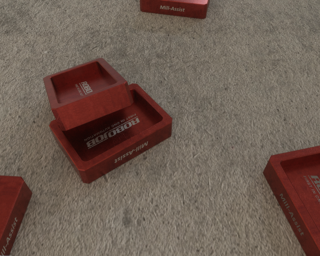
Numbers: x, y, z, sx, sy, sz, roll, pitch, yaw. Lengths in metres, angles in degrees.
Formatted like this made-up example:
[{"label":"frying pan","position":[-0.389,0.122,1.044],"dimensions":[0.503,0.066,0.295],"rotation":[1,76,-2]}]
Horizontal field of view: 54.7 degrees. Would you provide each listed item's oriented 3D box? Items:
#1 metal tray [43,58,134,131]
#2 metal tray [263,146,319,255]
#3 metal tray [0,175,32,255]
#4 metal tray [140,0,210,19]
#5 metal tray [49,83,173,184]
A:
[{"label":"metal tray","position":[-0.099,-0.050,0.407],"dimensions":[0.091,0.030,0.130],"rotation":[-23,32,-13]},{"label":"metal tray","position":[0.182,0.082,0.332],"dimensions":[0.091,0.030,0.130],"rotation":[-10,51,-9]},{"label":"metal tray","position":[-0.195,0.109,0.307],"dimensions":[0.091,0.030,0.130],"rotation":[3,50,2]},{"label":"metal tray","position":[0.033,-0.262,0.620],"dimensions":[0.131,0.030,0.090],"rotation":[10,51,8]},{"label":"metal tray","position":[-0.061,0.001,0.397],"dimensions":[0.131,0.030,0.090],"rotation":[-29,56,-23]}]
